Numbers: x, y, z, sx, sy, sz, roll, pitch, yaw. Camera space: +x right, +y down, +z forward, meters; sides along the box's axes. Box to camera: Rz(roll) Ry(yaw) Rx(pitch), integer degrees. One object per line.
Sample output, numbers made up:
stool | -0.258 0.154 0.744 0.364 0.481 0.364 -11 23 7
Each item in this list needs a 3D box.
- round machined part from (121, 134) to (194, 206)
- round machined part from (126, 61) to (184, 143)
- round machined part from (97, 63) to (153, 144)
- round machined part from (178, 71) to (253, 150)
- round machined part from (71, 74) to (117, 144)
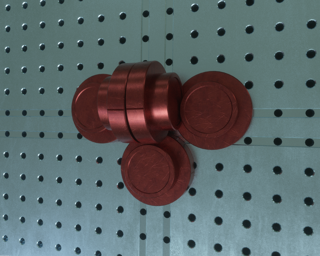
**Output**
round machined part | -0.007 0.054 0.405 0.098 0.042 0.097 0 90 19
round machined part | 0.000 -0.031 0.367 0.042 0.098 0.097 -1 90 20
round machined part | -0.042 -0.030 0.381 0.042 0.098 0.097 1 91 20
round machined part | 0.062 -0.022 0.380 0.098 0.042 0.097 0 90 19
round machined part | -0.083 -0.027 0.431 0.098 0.042 0.097 0 90 19
